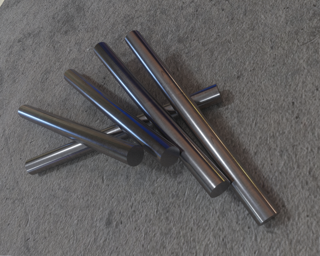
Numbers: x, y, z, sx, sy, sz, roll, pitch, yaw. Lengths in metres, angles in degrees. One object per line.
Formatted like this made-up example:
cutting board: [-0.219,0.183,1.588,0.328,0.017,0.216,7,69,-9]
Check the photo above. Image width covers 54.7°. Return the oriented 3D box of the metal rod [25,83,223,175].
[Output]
metal rod: [-0.060,0.007,0.431,0.301,0.025,0.025,-21,54,15]

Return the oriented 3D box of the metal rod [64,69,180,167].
metal rod: [-0.073,-0.031,0.434,0.025,0.025,0.300,-48,43,-5]

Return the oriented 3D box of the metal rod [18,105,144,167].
metal rod: [-0.133,0.001,0.446,0.300,0.025,0.025,16,70,43]

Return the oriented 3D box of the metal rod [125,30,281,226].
metal rod: [0.033,-0.021,0.370,0.025,0.025,0.299,-36,60,4]

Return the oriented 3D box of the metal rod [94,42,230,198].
metal rod: [-0.016,-0.032,0.398,0.025,0.025,0.300,-40,53,1]
